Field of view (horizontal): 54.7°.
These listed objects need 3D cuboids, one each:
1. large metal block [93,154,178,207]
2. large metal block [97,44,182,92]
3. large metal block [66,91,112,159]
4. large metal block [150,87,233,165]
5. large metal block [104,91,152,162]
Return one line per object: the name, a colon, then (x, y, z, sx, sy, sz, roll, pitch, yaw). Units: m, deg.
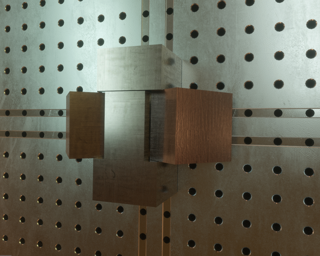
large metal block: (-0.028, 0.061, 0.391, 0.080, 0.080, 0.050, 1, 91, 19)
large metal block: (-0.023, -0.068, 0.389, 0.080, 0.080, 0.050, 1, 91, 19)
large metal block: (-0.096, -0.004, 0.409, 0.050, 0.080, 0.079, 0, 91, -20)
large metal block: (0.037, -0.002, 0.361, 0.050, 0.081, 0.079, 1, 90, 57)
large metal block: (-0.027, -0.002, 0.391, 0.050, 0.080, 0.079, 1, 91, 20)
